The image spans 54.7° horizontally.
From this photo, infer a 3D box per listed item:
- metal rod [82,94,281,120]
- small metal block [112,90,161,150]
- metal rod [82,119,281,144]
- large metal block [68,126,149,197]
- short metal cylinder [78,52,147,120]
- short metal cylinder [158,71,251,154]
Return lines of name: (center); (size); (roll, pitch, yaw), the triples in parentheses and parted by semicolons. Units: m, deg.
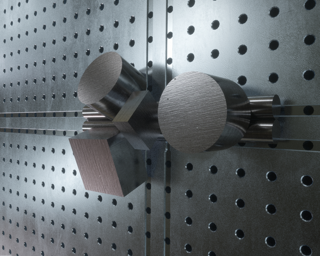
metal rod: (0.001, -0.023, 0.404); (0.300, 0.025, 0.025); (1, 91, 40)
small metal block: (-0.022, -0.009, 0.370); (0.025, 0.050, 0.050); (1, 49, 40)
metal rod: (0.001, 0.002, 0.404); (0.300, 0.025, 0.025); (1, 91, 40)
large metal block: (-0.071, 0.043, 0.429); (0.080, 0.050, 0.080); (-1, 110, 40)
short metal cylinder: (-0.066, -0.056, 0.424); (0.080, 0.050, 0.080); (-19, 55, 30)
short metal cylinder: (0.045, -0.015, 0.319); (0.080, 0.050, 0.079); (0, 90, 40)
